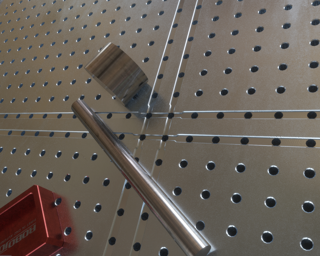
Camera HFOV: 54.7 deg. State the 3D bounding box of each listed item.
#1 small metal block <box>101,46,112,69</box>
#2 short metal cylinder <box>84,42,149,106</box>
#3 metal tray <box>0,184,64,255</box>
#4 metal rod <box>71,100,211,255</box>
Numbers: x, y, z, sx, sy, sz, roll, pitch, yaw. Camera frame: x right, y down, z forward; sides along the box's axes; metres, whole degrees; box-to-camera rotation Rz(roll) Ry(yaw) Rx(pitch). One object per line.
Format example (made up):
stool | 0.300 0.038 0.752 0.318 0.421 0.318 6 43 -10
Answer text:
small metal block | -0.086 -0.105 0.516 0.050 0.025 0.050 25 75 36
short metal cylinder | -0.063 -0.078 0.452 0.050 0.080 0.080 -48 52 -5
metal tray | -0.198 0.149 0.415 0.130 0.030 0.090 -35 52 5
metal rod | -0.044 0.046 0.401 0.025 0.025 0.300 -45 51 -3
